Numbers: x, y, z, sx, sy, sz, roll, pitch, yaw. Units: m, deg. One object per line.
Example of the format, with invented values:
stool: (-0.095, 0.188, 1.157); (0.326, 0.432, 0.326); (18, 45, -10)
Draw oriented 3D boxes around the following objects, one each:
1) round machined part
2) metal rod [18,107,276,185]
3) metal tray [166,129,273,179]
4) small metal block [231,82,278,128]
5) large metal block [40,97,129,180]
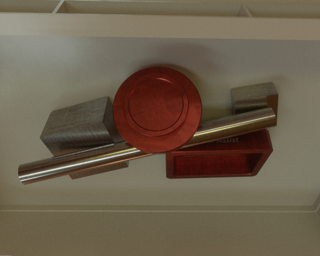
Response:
round machined part: (-0.003, -0.021, 0.339); (0.099, 0.097, 0.042); (-4, 171, 2)
metal rod: (-0.015, 0.021, 0.366); (0.302, 0.025, 0.025); (-13, 130, 1)
metal tray: (0.073, 0.037, 0.418); (0.131, 0.030, 0.090); (-2, 150, 0)
small metal block: (0.118, -0.025, 0.387); (0.050, 0.025, 0.050); (-9, 130, 7)
large metal block: (-0.091, 0.015, 0.401); (0.080, 0.050, 0.080); (-14, 129, 11)
